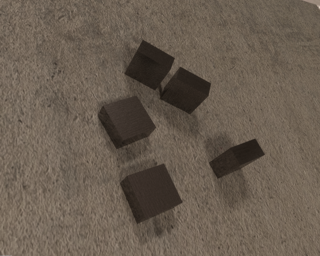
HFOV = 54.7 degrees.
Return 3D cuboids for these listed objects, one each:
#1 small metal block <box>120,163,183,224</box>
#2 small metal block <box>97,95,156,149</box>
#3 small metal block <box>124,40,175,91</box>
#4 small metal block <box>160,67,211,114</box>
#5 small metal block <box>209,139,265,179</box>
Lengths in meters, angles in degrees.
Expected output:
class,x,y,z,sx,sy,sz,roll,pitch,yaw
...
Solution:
class,x,y,z,sx,sy,sz,roll,pitch,yaw
small metal block,-0.010,0.074,0.354,0.050,0.025,0.050,-14,69,-34
small metal block,-0.041,-0.008,0.388,0.050,0.025,0.050,-22,74,-36
small metal block,-0.015,-0.087,0.434,0.050,0.050,0.025,27,52,-12
small metal block,0.036,-0.052,0.441,0.050,0.050,0.025,26,53,-13
small metal block,0.104,0.042,0.420,0.050,0.050,0.025,-15,70,-34
